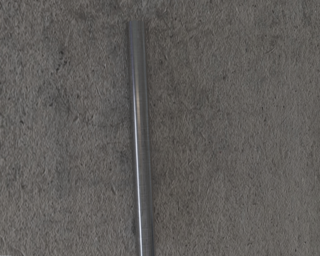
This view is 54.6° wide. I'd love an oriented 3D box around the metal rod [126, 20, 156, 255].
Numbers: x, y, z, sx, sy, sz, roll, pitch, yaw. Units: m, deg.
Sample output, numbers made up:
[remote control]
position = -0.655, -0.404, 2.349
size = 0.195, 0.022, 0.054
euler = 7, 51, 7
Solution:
[metal rod]
position = -0.024, 0.015, 0.399
size = 0.025, 0.025, 0.298
euler = -3, 91, -20
